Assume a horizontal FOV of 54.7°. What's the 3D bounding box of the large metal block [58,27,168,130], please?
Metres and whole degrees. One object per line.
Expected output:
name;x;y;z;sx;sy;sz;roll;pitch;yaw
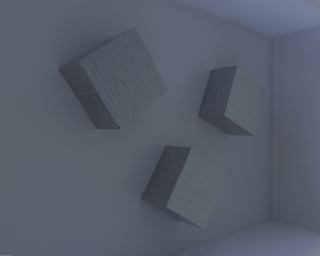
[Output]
large metal block;-0.050;-0.054;0.348;0.080;0.050;0.080;-43;116;-32

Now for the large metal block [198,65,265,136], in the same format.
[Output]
large metal block;0.114;-0.040;0.486;0.080;0.050;0.080;28;73;-37

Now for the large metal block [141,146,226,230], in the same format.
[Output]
large metal block;0.034;0.079;0.419;0.080;0.050;0.080;39;66;-33
